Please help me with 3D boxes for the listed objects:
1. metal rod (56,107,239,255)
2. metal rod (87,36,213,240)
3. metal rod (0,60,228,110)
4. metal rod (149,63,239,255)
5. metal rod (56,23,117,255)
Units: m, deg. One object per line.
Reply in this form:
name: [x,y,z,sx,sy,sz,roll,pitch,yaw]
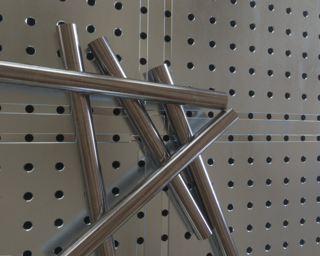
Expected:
metal rod: [-0.013,0.074,0.382,0.301,0.025,0.025,-40,103,-16]
metal rod: [-0.008,0.021,0.410,0.025,0.025,0.299,-32,101,-17]
metal rod: [-0.056,-0.049,0.366,0.302,0.025,0.025,5,88,-20]
metal rod: [0.051,0.056,0.433,0.025,0.025,0.298,-24,98,-19]
metal rod: [-0.089,0.025,0.380,0.025,0.025,0.298,-10,94,-20]
